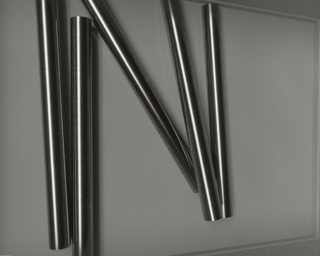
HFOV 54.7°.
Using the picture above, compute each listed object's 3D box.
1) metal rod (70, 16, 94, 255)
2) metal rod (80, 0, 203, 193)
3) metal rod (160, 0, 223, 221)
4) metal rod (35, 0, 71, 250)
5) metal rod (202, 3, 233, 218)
[{"bbox_3d":[-0.095,0.018,0.376,0.025,0.025,0.298,-1,90,-20],"label":"metal rod"},{"bbox_3d":[-0.017,-0.043,0.405,0.025,0.025,0.299,-34,101,-17],"label":"metal rod"},{"bbox_3d":[0.041,-0.029,0.410,0.025,0.025,0.298,-10,87,-20],"label":"metal rod"},{"bbox_3d":[-0.126,-0.009,0.364,0.025,0.025,0.298,-3,91,-20],"label":"metal rod"},{"bbox_3d":[0.082,-0.023,0.442,0.025,0.025,0.298,-5,92,-20],"label":"metal rod"}]
